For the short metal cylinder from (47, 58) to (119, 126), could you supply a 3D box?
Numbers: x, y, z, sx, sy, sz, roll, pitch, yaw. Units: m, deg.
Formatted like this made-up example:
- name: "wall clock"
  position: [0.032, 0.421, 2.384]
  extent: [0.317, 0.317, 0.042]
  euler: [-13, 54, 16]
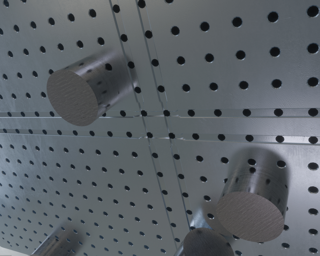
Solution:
- name: "short metal cylinder"
  position: [-0.104, -0.049, 0.419]
  extent: [0.080, 0.050, 0.079]
  euler: [13, 124, 21]

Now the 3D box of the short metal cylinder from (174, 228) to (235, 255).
- name: "short metal cylinder"
  position: [0.065, 0.199, 0.465]
  extent: [0.080, 0.080, 0.050]
  euler: [29, 128, 10]

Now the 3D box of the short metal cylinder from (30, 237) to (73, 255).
- name: "short metal cylinder"
  position: [-0.250, 0.300, 0.712]
  extent: [0.080, 0.050, 0.079]
  euler: [13, 124, 21]

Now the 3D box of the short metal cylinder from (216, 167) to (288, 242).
- name: "short metal cylinder"
  position: [0.117, 0.096, 0.393]
  extent: [0.080, 0.050, 0.079]
  euler: [13, 124, 21]
